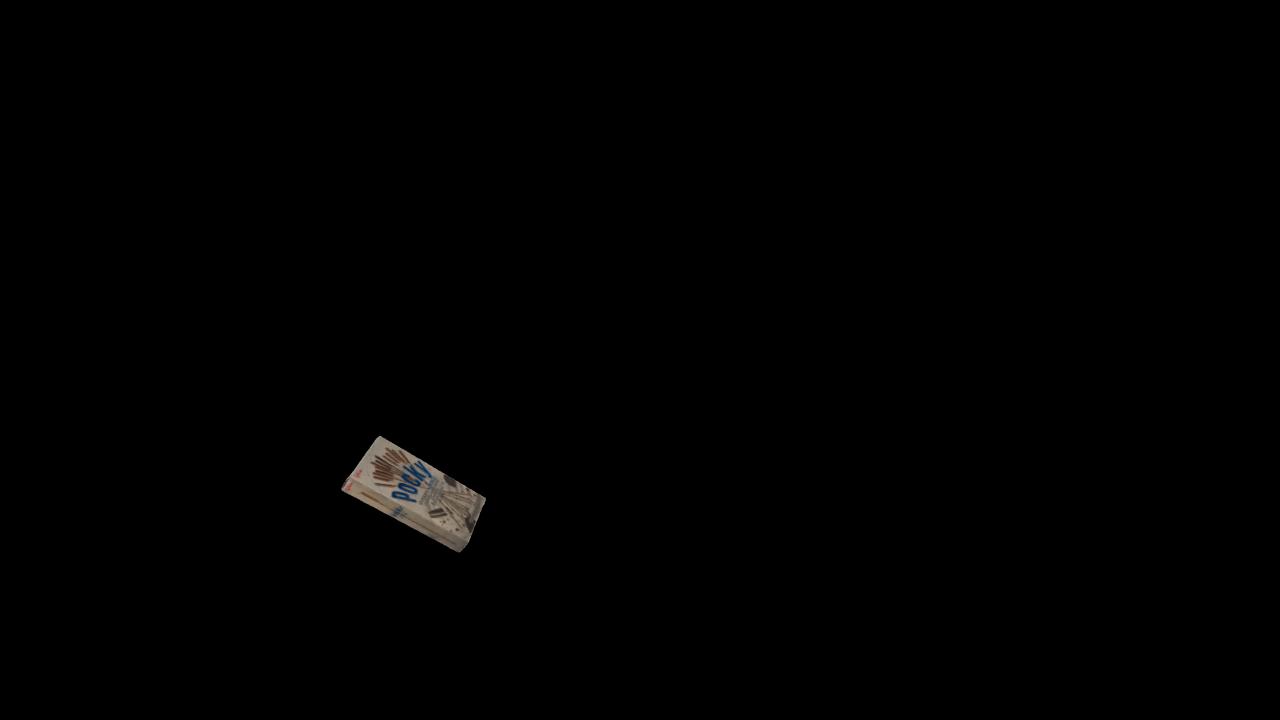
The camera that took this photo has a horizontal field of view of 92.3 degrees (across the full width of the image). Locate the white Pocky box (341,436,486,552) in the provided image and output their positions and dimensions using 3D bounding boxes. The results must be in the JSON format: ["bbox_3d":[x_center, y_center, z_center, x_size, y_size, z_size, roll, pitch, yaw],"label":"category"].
[{"bbox_3d":[-0.264,0.160,0.734,0.154,0.028,0.084,35,23,-15],"label":"white Pocky box"}]
